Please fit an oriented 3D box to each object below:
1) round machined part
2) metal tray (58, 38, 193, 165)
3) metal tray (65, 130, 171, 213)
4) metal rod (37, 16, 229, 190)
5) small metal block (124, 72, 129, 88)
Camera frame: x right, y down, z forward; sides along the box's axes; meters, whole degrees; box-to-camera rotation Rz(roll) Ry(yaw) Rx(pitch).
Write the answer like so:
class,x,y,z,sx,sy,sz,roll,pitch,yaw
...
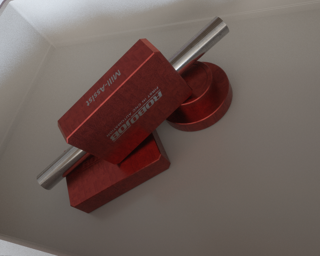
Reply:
class,x,y,z,sx,sy,sz,roll,pitch,yaw
round machined part,0.040,-0.048,0.400,0.098,0.042,0.098,-13,56,20
metal tray,-0.035,-0.023,0.345,0.130,0.090,0.030,-44,54,6
metal tray,-0.061,0.041,0.406,0.130,0.030,0.090,-30,52,8
metal rod,-0.037,-0.028,0.388,0.300,0.025,0.025,-41,51,5
small metal block,-0.029,-0.050,0.432,0.025,0.050,0.050,-38,51,2
